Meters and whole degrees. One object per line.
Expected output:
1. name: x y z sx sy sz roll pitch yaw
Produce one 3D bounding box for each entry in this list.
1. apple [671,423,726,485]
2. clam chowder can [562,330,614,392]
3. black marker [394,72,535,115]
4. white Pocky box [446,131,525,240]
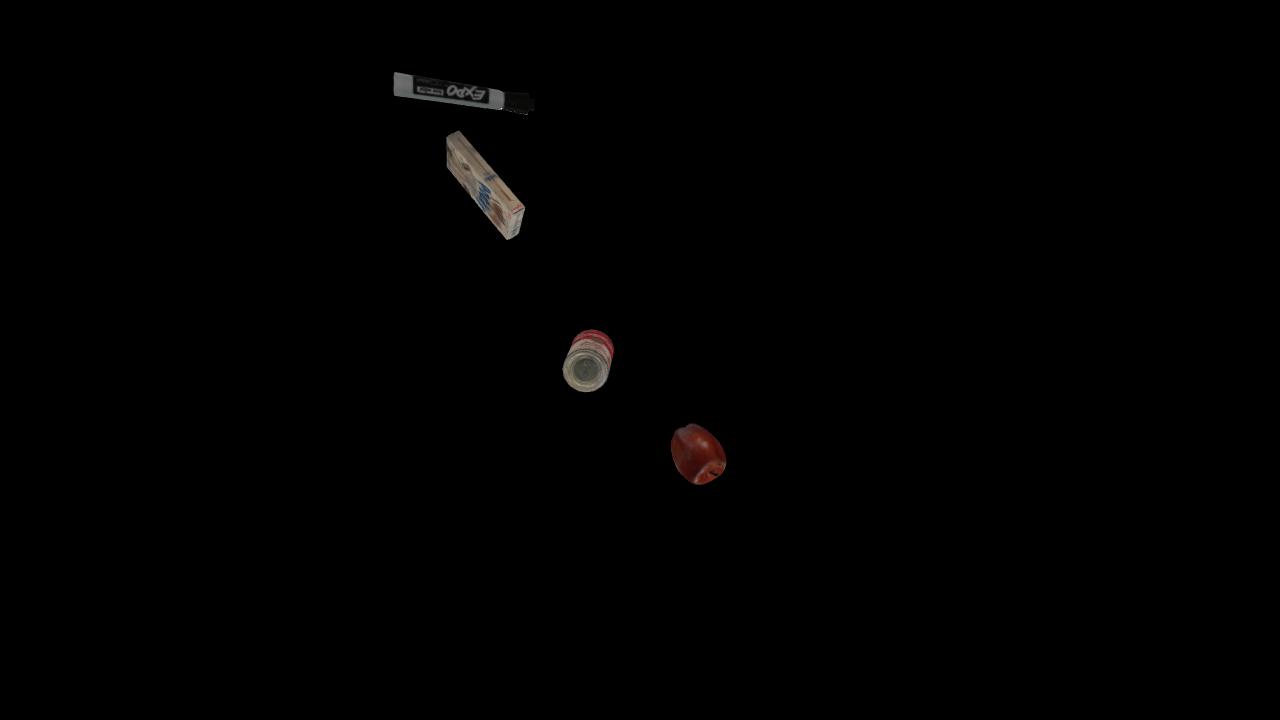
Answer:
1. apple: 0.089 0.143 0.930 0.079 0.079 0.093 0 42 -42
2. clam chowder can: -0.076 0.000 0.916 0.068 0.068 0.102 0 19 2
3. black marker: -0.154 -0.236 0.548 0.121 0.020 0.020 -1 0 -23
4. white Pocky box: -0.236 -0.263 0.935 0.028 0.154 0.084 -39 -2 -24
